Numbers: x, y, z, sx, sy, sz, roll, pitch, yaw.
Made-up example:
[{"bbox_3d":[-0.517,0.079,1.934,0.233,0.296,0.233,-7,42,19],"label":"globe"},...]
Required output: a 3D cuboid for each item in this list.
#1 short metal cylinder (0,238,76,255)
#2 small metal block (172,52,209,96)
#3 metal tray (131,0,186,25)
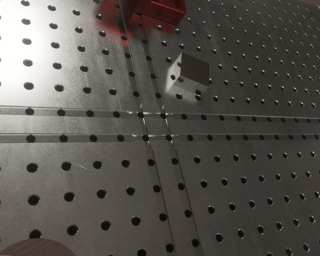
[{"bbox_3d":[-0.106,0.136,0.252,0.081,0.050,0.080,14,56,-21],"label":"short metal cylinder"},{"bbox_3d":[0.049,-0.085,0.489,0.050,0.025,0.050,19,54,-18],"label":"small metal block"},{"bbox_3d":[-0.005,-0.252,0.557,0.091,0.030,0.130,10,57,-23],"label":"metal tray"}]
